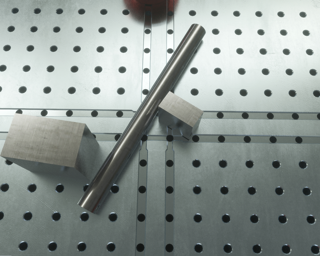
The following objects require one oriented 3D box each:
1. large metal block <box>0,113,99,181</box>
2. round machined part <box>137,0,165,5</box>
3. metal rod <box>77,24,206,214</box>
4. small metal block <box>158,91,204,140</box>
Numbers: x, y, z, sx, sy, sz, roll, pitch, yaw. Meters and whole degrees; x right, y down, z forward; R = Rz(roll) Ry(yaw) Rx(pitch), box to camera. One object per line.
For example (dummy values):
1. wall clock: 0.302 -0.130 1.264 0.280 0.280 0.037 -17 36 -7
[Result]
1. large metal block: -0.126 0.026 0.372 0.080 0.080 0.050 8 70 3
2. round machined part: -0.015 -0.236 0.489 0.099 0.042 0.098 0 70 0
3. metal rod: -0.016 -0.025 0.420 0.025 0.025 0.300 28 72 9
4. small metal block: 0.026 -0.015 0.404 0.050 0.050 0.025 32 73 11
